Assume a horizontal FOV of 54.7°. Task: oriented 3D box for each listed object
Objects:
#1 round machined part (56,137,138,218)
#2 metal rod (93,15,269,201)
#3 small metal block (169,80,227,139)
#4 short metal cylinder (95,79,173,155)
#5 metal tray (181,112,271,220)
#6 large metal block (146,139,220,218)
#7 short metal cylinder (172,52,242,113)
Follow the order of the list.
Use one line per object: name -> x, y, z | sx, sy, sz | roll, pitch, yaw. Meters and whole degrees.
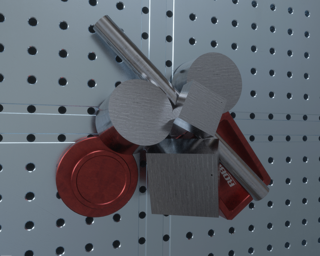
round machined part -> -0.073, 0.059, 0.372 | 0.099, 0.042, 0.097 | 0, 90, -20
metal rod -> 0.030, -0.022, 0.394 | 0.300, 0.025, 0.025 | 46, 75, -5
small metal block -> 0.046, -0.021, 0.370 | 0.050, 0.025, 0.050 | 28, 73, -18
short metal cylinder -> -0.031, -0.012, 0.372 | 0.081, 0.050, 0.080 | 9, 70, -26
metal tray -> 0.089, 0.052, 0.439 | 0.090, 0.030, 0.130 | -38, 102, -16
large metal block -> 0.031, 0.059, 0.379 | 0.080, 0.050, 0.079 | 0, 107, 13
short metal cylinder -> 0.062, -0.057, 0.419 | 0.081, 0.050, 0.079 | 0, 90, -20
